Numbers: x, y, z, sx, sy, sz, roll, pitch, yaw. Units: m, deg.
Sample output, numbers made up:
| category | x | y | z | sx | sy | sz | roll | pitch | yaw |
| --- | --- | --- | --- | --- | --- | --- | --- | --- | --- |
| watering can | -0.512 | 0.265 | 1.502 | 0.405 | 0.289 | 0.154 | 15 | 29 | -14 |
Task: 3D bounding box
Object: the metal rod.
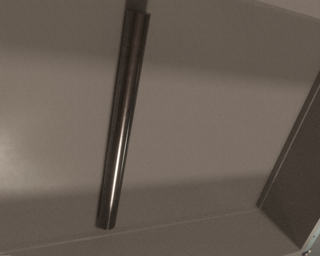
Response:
| category | x | y | z | sx | sy | sz | roll | pitch | yaw |
| --- | --- | --- | --- | --- | --- | --- | --- | --- | --- |
| metal rod | -0.050 | 0.010 | 0.388 | 0.025 | 0.025 | 0.298 | -3 | 120 | -28 |
